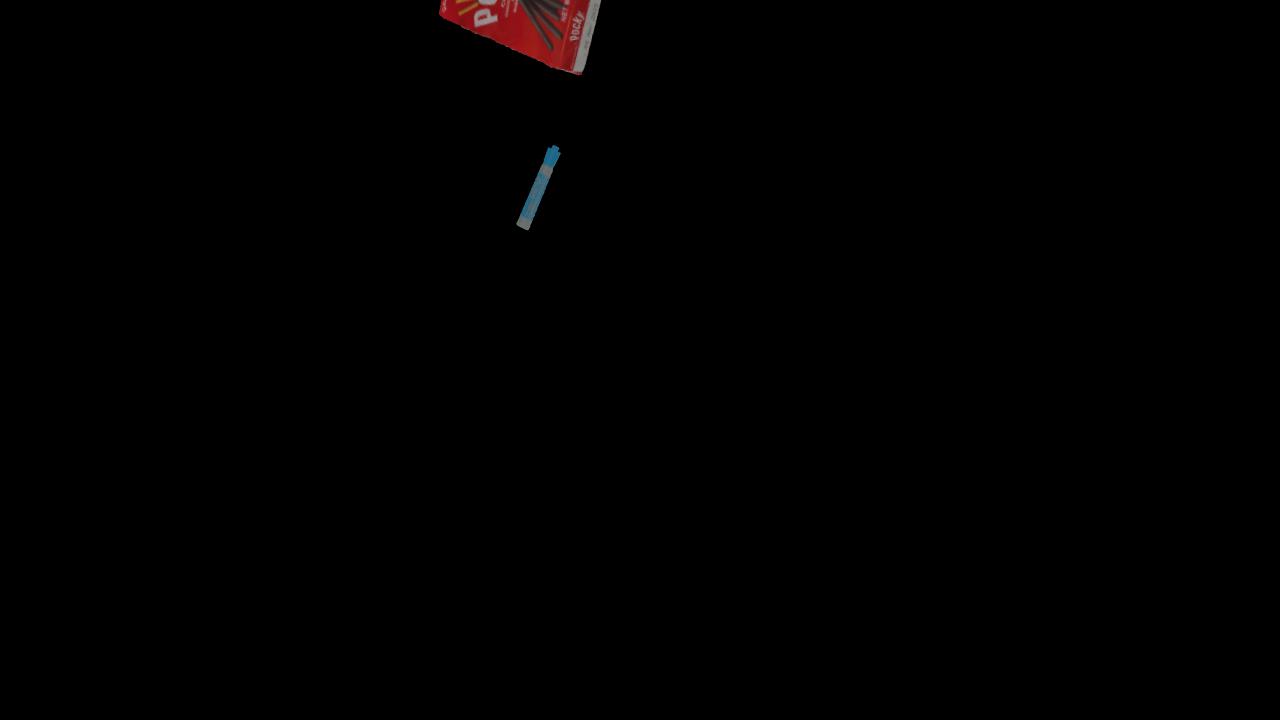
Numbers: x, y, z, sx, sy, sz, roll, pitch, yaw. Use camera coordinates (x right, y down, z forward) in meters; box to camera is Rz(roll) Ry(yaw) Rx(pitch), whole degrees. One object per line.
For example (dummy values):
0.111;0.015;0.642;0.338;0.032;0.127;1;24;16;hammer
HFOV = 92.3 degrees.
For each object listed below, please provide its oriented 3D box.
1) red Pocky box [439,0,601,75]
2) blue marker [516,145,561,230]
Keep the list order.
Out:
-0.091;-0.275;0.452;0.155;0.083;0.028;36;32;29;red Pocky box
-0.141;-0.240;0.855;0.020;0.121;0.020;25;13;-6;blue marker
